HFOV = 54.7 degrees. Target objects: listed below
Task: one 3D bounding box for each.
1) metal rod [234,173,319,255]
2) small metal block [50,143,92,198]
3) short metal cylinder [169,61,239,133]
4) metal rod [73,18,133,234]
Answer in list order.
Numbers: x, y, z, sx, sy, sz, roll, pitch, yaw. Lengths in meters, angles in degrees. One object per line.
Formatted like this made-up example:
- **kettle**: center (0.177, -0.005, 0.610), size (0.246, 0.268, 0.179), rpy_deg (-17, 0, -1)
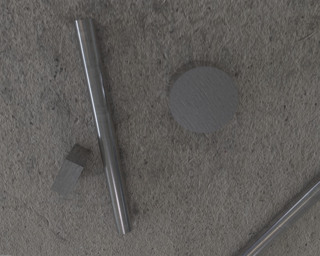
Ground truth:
- **metal rod**: center (0.173, 0.153, 0.467), size (0.025, 0.025, 0.299), rpy_deg (35, 106, -12)
- **small metal block**: center (-0.118, 0.056, 0.416), size (0.025, 0.050, 0.050), rpy_deg (27, 108, -10)
- **short metal cylinder**: center (0.051, -0.040, 0.382), size (0.081, 0.050, 0.079), rpy_deg (0, 110, 0)
- **metal rod**: center (-0.071, 0.012, 0.413), size (0.025, 0.025, 0.298), rpy_deg (-7, 110, 2)
